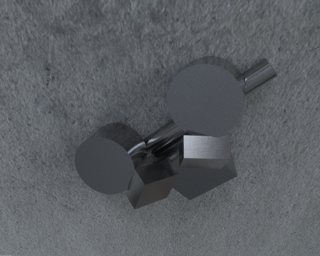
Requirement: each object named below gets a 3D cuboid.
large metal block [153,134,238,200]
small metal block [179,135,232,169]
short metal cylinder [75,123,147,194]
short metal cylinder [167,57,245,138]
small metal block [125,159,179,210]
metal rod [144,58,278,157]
[{"bbox_3d":[0.047,0.046,0.430,0.080,0.050,0.080,-34,123,25],"label":"large metal block"},{"bbox_3d":[0.049,0.028,0.352,0.050,0.025,0.050,2,161,-2],"label":"small metal block"},{"bbox_3d":[-0.063,0.039,0.407,0.080,0.050,0.079,6,112,14],"label":"short metal cylinder"},{"bbox_3d":[0.053,-0.036,0.343,0.080,0.050,0.079,6,112,14],"label":"short metal cylinder"},{"bbox_3d":[-0.010,0.070,0.387,0.050,0.025,0.050,-12,139,-34],"label":"small metal block"},{"bbox_3d":[0.014,0.006,0.413,0.299,0.025,0.025,-34,123,25],"label":"metal rod"}]
